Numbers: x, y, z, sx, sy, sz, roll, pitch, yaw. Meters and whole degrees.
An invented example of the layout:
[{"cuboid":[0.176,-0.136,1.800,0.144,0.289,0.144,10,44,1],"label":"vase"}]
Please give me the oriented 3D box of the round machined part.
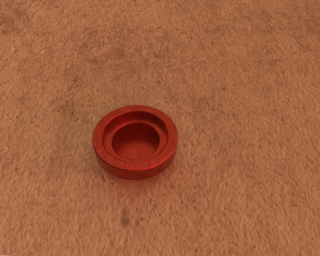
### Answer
[{"cuboid":[-0.029,0.021,0.374,0.099,0.042,0.098,0,50,0],"label":"round machined part"}]
